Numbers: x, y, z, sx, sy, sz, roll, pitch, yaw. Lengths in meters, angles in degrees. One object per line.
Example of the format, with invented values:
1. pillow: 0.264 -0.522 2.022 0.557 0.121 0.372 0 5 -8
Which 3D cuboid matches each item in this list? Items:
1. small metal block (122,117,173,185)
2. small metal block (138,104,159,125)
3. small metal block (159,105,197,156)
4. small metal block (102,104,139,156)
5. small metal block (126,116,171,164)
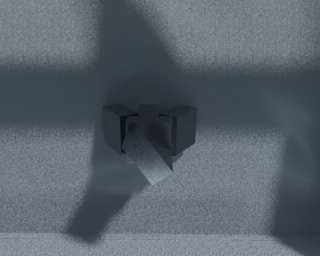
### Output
1. small metal block: -0.012 0.023 0.324 0.025 0.050 0.050 -33 107 12
2. small metal block: -0.014 0.001 0.396 0.025 0.050 0.050 1 110 0
3. small metal block: 0.023 0.002 0.394 0.025 0.050 0.050 14 114 32
4. small metal block: -0.050 0.001 0.393 0.025 0.050 0.050 -12 114 -32
5. small metal block: -0.013 0.014 0.360 0.050 0.025 0.050 1 110 -1
